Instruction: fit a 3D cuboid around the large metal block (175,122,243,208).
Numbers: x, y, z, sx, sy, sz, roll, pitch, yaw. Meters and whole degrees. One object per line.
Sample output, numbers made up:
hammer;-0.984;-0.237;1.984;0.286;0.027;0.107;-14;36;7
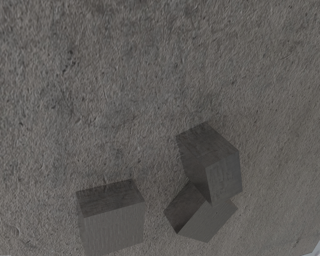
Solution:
large metal block;0.070;0.051;0.440;0.050;0.080;0.080;-25;128;-13

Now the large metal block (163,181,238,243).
large metal block;0.067;0.136;0.511;0.080;0.050;0.080;31;101;-38

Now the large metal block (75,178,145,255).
large metal block;-0.069;0.125;0.431;0.081;0.050;0.079;-10;123;-23
